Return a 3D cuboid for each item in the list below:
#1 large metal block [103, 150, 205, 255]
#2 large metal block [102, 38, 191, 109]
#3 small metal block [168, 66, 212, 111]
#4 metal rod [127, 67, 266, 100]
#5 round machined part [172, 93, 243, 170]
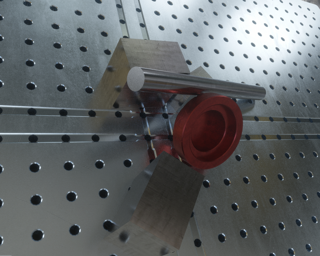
[{"bbox_3d":[-0.007,0.082,0.319,0.050,0.080,0.080,33,51,-7],"label":"large metal block"},{"bbox_3d":[-0.021,-0.068,0.403,0.081,0.080,0.050,-5,65,-31],"label":"large metal block"},{"bbox_3d":[0.041,-0.057,0.449,0.025,0.050,0.050,48,51,5],"label":"small metal block"},{"bbox_3d":[0.074,-0.055,0.426,0.302,0.025,0.025,-3,62,-49],"label":"metal rod"},{"bbox_3d":[0.057,0.001,0.405,0.099,0.042,0.097,-11,112,-28],"label":"round machined part"}]
